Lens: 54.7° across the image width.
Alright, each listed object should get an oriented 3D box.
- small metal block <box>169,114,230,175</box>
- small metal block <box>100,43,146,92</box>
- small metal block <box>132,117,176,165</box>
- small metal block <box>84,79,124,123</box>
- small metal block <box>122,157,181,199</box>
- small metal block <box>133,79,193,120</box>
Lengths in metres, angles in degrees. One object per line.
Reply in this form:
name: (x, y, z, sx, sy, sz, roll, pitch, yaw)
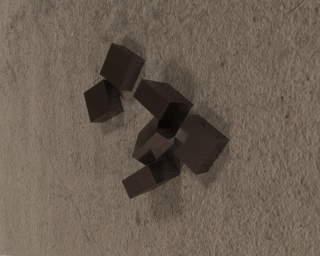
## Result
small metal block: (0.045, 0.019, 0.367, 0.050, 0.025, 0.050, 43, 116, 31)
small metal block: (-0.055, -0.088, 0.448, 0.050, 0.025, 0.050, 40, 114, 32)
small metal block: (-0.007, 0.013, 0.390, 0.050, 0.025, 0.050, -45, 19, 30)
small metal block: (-0.087, -0.040, 0.474, 0.050, 0.025, 0.050, -25, 75, 37)
small metal block: (-0.011, 0.064, 0.394, 0.050, 0.050, 0.025, -36, 74, 34)
small metal block: (0.004, -0.034, 0.384, 0.050, 0.050, 0.025, 44, 116, 31)
